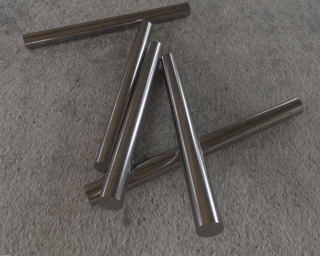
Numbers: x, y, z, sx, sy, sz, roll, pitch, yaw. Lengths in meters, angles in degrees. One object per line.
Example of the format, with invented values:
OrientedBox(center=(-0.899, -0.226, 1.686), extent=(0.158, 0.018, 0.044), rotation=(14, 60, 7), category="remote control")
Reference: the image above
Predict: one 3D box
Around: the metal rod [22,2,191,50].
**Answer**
OrientedBox(center=(-0.087, -0.187, 0.559), extent=(0.302, 0.025, 0.025), rotation=(-16, 52, -14), category="metal rod")

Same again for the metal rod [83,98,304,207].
OrientedBox(center=(0.055, 0.022, 0.384), extent=(0.302, 0.025, 0.025), rotation=(-21, 53, -17), category="metal rod")

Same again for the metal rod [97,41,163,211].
OrientedBox(center=(-0.028, -0.030, 0.408), extent=(0.025, 0.025, 0.300), rotation=(6, 44, 5), category="metal rod")

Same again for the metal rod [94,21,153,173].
OrientedBox(center=(-0.045, -0.067, 0.458), extent=(0.025, 0.025, 0.300), rotation=(6, 50, 5), category="metal rod")

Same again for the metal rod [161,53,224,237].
OrientedBox(center=(0.029, -0.009, 0.383), extent=(0.025, 0.025, 0.300), rotation=(-4, 42, -4), category="metal rod")
